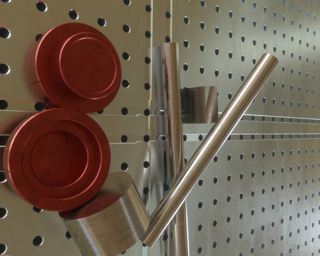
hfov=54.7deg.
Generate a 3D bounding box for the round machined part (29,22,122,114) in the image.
[{"bbox_3d":[-0.082,-0.063,0.329,0.099,0.042,0.097,0,90,-40],"label":"round machined part"}]

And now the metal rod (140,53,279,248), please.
[{"bbox_3d":[0.068,0.023,0.412,0.025,0.025,0.300,42,80,-32],"label":"metal rod"}]

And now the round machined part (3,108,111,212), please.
[{"bbox_3d":[-0.103,0.030,0.309,0.099,0.042,0.097,3,85,-37],"label":"round machined part"}]

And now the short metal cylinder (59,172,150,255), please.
[{"bbox_3d":[-0.057,0.089,0.326,0.081,0.080,0.050,-34,112,-35],"label":"short metal cylinder"}]

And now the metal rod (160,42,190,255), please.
[{"bbox_3d":[0.021,0.036,0.426,0.025,0.025,0.298,-6,94,-40],"label":"metal rod"}]

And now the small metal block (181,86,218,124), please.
[{"bbox_3d":[0.054,-0.032,0.438,0.025,0.050,0.050,-6,94,-40],"label":"small metal block"}]
